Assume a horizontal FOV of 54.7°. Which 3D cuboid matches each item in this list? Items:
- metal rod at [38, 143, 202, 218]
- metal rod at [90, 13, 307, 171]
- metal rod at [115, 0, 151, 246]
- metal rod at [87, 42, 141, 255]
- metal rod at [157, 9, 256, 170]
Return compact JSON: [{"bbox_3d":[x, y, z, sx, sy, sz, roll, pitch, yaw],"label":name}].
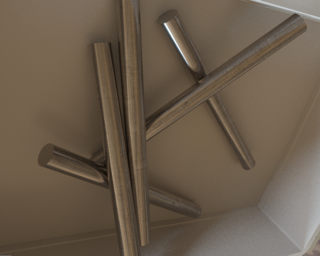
[{"bbox_3d":[-0.028,0.085,0.422,0.025,0.025,0.301,-50,136,7],"label":"metal rod"},{"bbox_3d":[0.041,-0.038,0.378,0.300,0.025,0.025,-35,130,6],"label":"metal rod"},{"bbox_3d":[-0.029,0.006,0.358,0.025,0.025,0.298,-10,111,-23],"label":"metal rod"},{"bbox_3d":[-0.047,0.056,0.357,0.025,0.025,0.298,-12,105,-22],"label":"metal rod"},{"bbox_3d":[0.079,-0.030,0.432,0.025,0.025,0.300,-39,129,-2],"label":"metal rod"}]
